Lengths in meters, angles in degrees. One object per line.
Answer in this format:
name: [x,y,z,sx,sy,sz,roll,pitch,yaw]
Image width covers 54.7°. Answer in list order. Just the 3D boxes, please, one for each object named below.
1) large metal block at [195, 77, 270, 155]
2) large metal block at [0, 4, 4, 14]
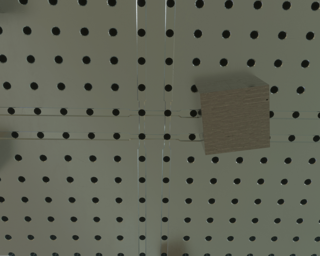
large metal block: [0.091,-0.017,0.395,0.080,0.050,0.079,-7,110,2]
large metal block: [-0.223,-0.154,0.324,0.050,0.080,0.080,-15,110,5]
